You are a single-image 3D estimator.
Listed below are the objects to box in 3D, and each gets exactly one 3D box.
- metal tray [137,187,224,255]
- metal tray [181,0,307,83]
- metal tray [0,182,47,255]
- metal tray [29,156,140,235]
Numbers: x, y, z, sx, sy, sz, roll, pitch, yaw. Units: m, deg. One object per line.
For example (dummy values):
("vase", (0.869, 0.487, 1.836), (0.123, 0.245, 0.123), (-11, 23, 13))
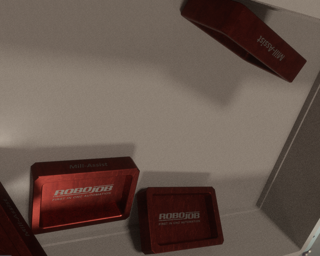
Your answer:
("metal tray", (0.032, 0.137, 0.472), (0.131, 0.090, 0.030), (6, 155, -32))
("metal tray", (0.097, -0.104, 0.357), (0.131, 0.090, 0.030), (21, 107, -36))
("metal tray", (-0.188, 0.120, 0.322), (0.090, 0.130, 0.030), (-35, 173, -6))
("metal tray", (-0.099, 0.086, 0.405), (0.131, 0.030, 0.089), (-1, 119, -29))
